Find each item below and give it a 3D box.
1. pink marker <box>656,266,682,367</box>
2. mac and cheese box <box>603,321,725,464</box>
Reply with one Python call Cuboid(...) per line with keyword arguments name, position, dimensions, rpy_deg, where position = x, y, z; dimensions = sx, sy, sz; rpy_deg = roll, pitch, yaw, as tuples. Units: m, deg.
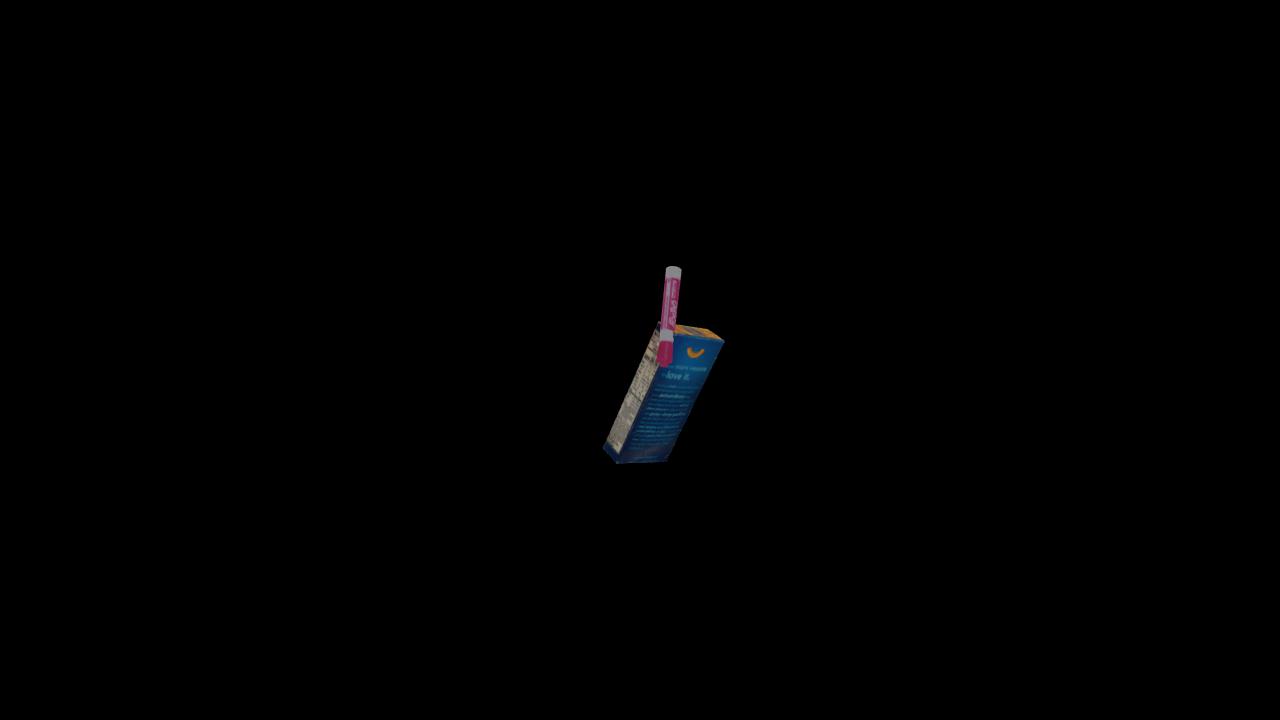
Cuboid(name="pink marker", position=(0.034, -0.050, 0.713), dimensions=(0.020, 0.121, 0.020), rpy_deg=(6, -16, 2))
Cuboid(name="mac and cheese box", position=(0.028, 0.044, 0.769), dimensions=(0.093, 0.184, 0.041), rpy_deg=(7, 25, -42))
